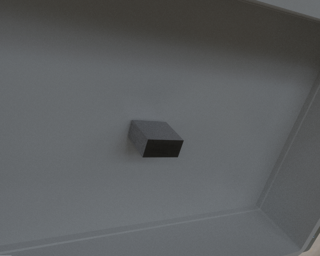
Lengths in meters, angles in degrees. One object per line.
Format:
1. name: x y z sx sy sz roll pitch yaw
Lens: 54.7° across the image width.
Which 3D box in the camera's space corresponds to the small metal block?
1. small metal block: -0.006 0.013 0.394 0.050 0.050 0.025 3 117 -30
